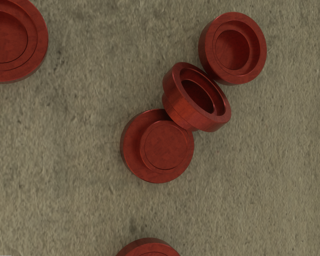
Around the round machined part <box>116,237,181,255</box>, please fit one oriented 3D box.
[{"bbox_3d":[-0.019,0.188,0.394,0.099,0.042,0.097,0,90,-21],"label":"round machined part"}]

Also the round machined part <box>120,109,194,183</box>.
[{"bbox_3d":[0.001,0.023,0.401,0.099,0.042,0.097,0,90,-21],"label":"round machined part"}]

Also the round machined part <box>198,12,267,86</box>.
[{"bbox_3d":[0.097,-0.108,0.437,0.099,0.042,0.097,0,90,-21],"label":"round machined part"}]

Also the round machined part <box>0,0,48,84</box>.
[{"bbox_3d":[-0.174,-0.096,0.336,0.099,0.042,0.097,0,90,-21],"label":"round machined part"}]

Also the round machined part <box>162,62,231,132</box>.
[{"bbox_3d":[0.042,-0.034,0.399,0.098,0.042,0.098,28,39,-25],"label":"round machined part"}]
